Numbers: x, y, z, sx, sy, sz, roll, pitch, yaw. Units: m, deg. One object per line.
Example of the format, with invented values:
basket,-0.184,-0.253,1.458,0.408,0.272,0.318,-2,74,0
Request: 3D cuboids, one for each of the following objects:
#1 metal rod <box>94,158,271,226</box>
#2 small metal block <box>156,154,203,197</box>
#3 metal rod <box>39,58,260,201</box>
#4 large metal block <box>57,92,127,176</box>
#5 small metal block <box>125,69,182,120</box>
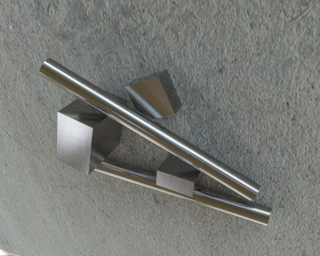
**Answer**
metal rod,0.004,0.082,0.453,0.301,0.025,0.025,14,124,20
small metal block,0.029,0.059,0.411,0.050,0.050,0.025,16,125,18
metal rod,-0.009,0.004,0.383,0.301,0.025,0.025,31,129,-4
large metal block,-0.092,0.002,0.419,0.050,0.080,0.079,24,127,13
small metal block,-0.008,-0.040,0.385,0.050,0.025,0.050,-12,113,32
